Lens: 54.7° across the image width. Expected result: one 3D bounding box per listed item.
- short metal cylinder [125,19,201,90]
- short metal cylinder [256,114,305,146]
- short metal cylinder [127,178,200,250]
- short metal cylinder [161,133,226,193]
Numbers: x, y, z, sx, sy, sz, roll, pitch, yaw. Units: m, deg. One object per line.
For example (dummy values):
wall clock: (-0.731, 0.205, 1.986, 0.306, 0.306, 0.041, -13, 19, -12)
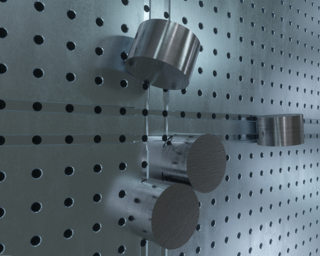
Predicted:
short metal cylinder: (0.004, -0.087, 0.378, 0.080, 0.080, 0.050, 29, 72, -37)
short metal cylinder: (0.215, 0.002, 0.557, 0.081, 0.080, 0.050, -8, 96, -40)
short metal cylinder: (0.005, 0.108, 0.399, 0.081, 0.050, 0.079, 0, 90, -40)
short metal cylinder: (0.048, 0.047, 0.436, 0.081, 0.050, 0.079, 0, 90, -40)
